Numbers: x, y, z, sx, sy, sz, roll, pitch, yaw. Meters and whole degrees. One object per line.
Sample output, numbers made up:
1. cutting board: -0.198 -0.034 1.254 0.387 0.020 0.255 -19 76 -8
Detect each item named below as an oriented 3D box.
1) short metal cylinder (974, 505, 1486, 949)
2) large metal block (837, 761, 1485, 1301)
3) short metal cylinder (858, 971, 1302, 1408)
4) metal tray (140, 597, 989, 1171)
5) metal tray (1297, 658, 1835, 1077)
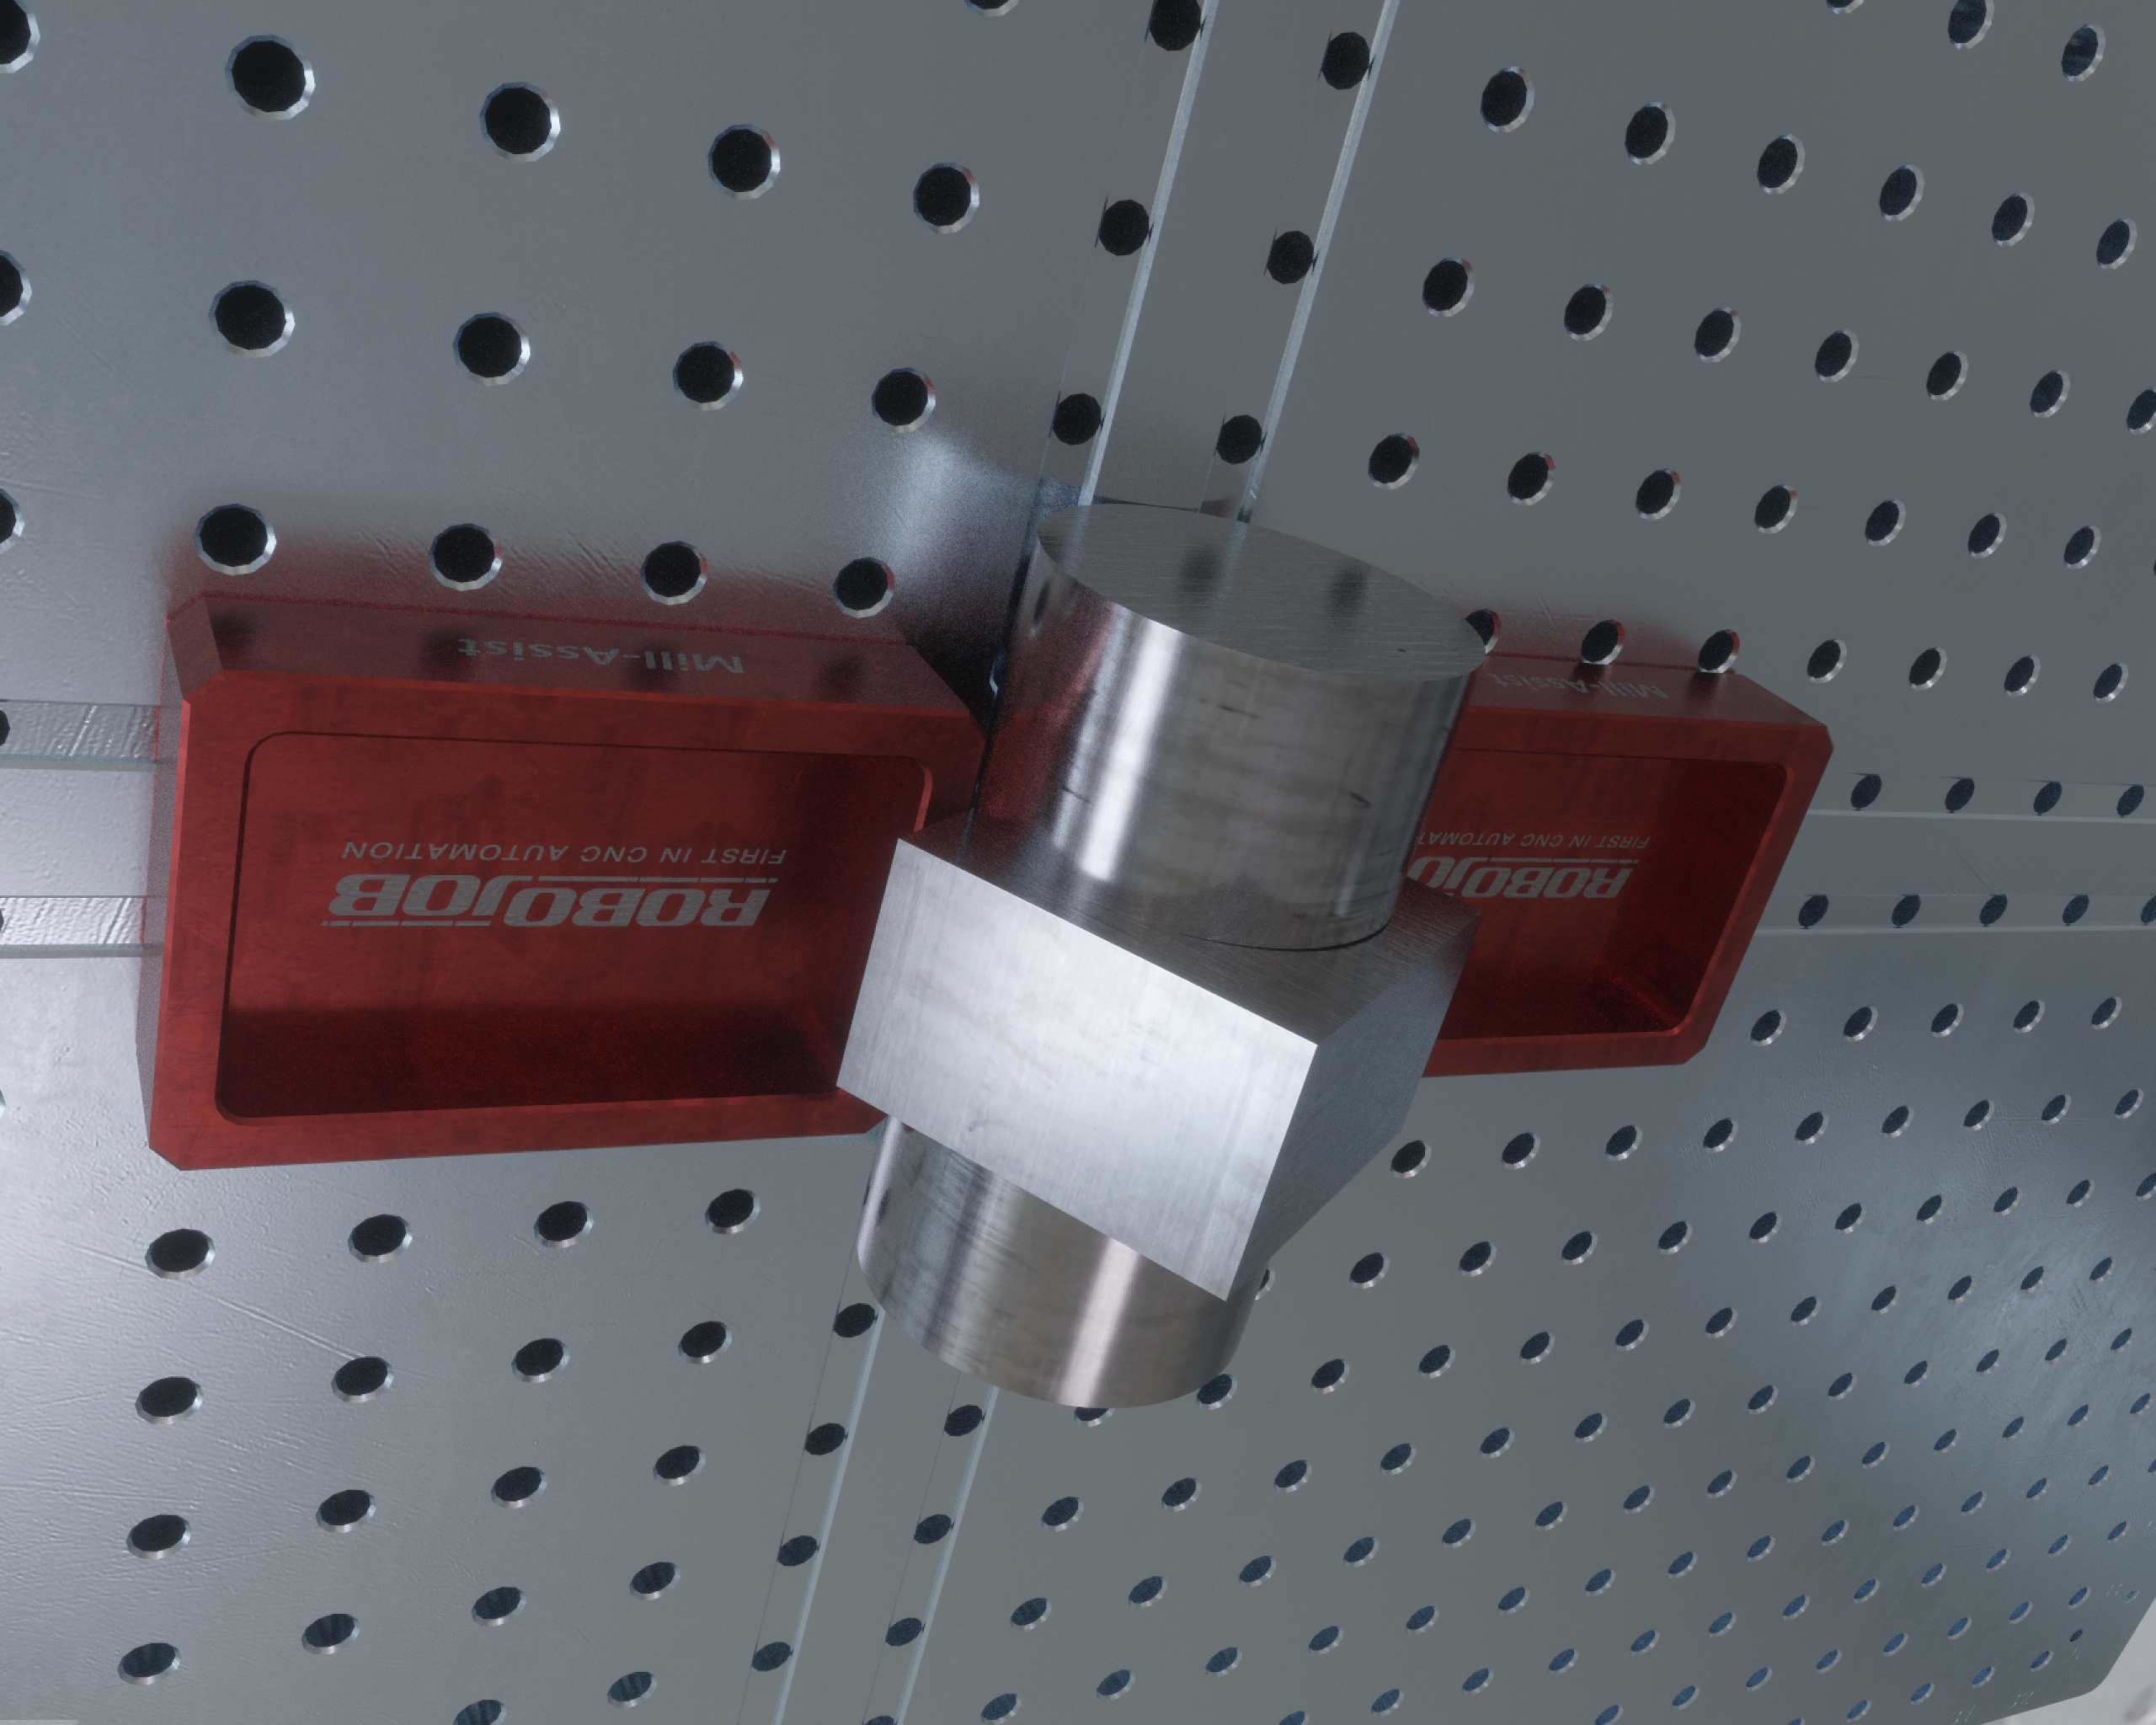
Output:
1. short metal cylinder: 0.026 -0.026 0.373 0.081 0.080 0.050 1 118 -29
2. large metal block: 0.017 0.024 0.381 0.080 0.080 0.050 -26 137 -57
3. short metal cylinder: 0.001 0.062 0.414 0.081 0.080 0.050 2 118 -29
4. metal tray: -0.089 0.005 0.362 0.131 0.030 0.089 1 118 -29
5. metal tray: 0.096 0.002 0.461 0.131 0.030 0.089 1 118 -29
